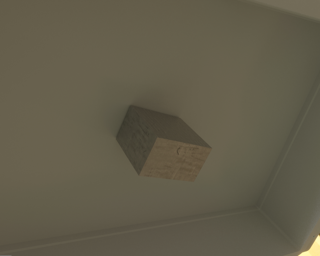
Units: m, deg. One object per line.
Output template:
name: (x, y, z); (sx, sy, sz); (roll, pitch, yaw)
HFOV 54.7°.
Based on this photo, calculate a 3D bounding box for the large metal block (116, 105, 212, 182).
large metal block: (0.003, 0.019, 0.385); (0.081, 0.080, 0.050); (13, 112, -34)
